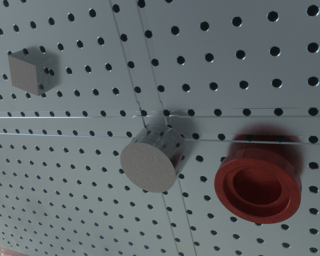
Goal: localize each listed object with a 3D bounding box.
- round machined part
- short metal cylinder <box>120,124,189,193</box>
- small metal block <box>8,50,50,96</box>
[{"bbox_3d":[0.120,0.065,0.378,0.098,0.042,0.097,13,124,21],"label":"round machined part"},{"bbox_3d":[-0.006,0.041,0.424,0.080,0.050,0.079,13,124,21],"label":"short metal cylinder"},{"bbox_3d":[-0.195,-0.082,0.463,0.050,0.025,0.050,21,127,15],"label":"small metal block"}]
